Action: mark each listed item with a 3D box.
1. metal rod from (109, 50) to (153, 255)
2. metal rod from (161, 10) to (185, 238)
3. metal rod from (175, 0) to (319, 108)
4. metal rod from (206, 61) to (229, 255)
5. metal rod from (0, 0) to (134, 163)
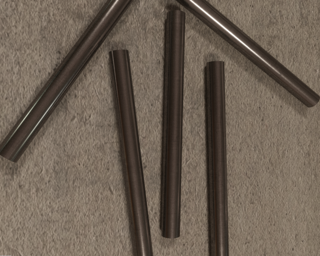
[{"bbox_3d":[-0.035,0.052,0.397,0.025,0.025,0.298,-8,93,-20],"label":"metal rod"},{"bbox_3d":[0.018,-0.005,0.416,0.025,0.025,0.298,2,90,-20],"label":"metal rod"},{"bbox_3d":[0.127,-0.121,0.457,0.301,0.025,0.025,33,79,-18],"label":"metal rod"},{"bbox_3d":[0.082,0.056,0.441,0.025,0.025,0.298,-2,91,-20],"label":"metal rod"},{"bbox_3d":[-0.093,-0.092,0.374,0.025,0.025,0.300,36,78,-17],"label":"metal rod"}]
